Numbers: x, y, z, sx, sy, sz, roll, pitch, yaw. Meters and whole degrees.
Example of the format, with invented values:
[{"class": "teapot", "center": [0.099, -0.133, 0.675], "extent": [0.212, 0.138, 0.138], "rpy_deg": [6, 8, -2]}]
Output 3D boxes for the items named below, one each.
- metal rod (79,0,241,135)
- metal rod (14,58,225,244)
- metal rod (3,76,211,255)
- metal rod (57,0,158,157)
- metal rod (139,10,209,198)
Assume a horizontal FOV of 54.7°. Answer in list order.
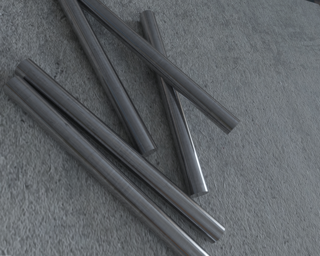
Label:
[{"class": "metal rod", "center": [-0.012, -0.100, 0.431], "extent": [0.300, 0.025, 0.025], "rpy_deg": [43, 50, 11]}, {"class": "metal rod", "center": [-0.046, 0.027, 0.362], "extent": [0.300, 0.025, 0.025], "rpy_deg": [41, 51, 0]}, {"class": "metal rod", "center": [-0.054, 0.054, 0.341], "extent": [0.300, 0.025, 0.025], "rpy_deg": [43, 51, 1]}, {"class": "metal rod", "center": [-0.084, -0.095, 0.416], "extent": [0.025, 0.025, 0.299], "rpy_deg": [-18, 71, -35]}, {"class": "metal rod", "center": [0.013, -0.050, 0.441], "extent": [0.025, 0.025, 0.299], "rpy_deg": [0, 62, -29]}]
